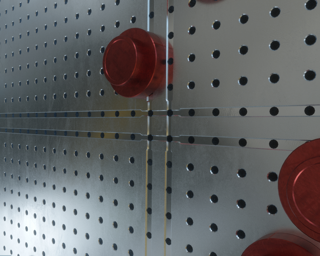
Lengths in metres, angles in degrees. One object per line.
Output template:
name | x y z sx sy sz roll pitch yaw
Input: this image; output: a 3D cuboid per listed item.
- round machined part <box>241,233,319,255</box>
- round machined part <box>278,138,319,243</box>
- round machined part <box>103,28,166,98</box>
round machined part | 0.119 0.157 0.300 0.098 0.042 0.097 0 90 40
round machined part | 0.153 0.056 0.273 0.098 0.042 0.097 0 90 40
round machined part | -0.043 -0.092 0.435 0.098 0.042 0.097 0 90 40
